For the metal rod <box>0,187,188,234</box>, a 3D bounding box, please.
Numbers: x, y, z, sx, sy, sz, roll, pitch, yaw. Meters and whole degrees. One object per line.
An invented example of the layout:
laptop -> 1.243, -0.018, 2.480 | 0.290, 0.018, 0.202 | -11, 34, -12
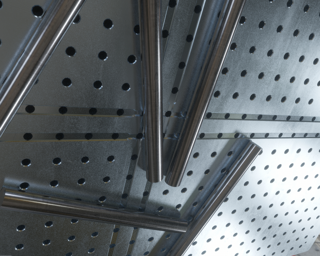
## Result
metal rod -> -0.073, 0.126, 0.451 | 0.302, 0.025, 0.025 | 22, 107, -37

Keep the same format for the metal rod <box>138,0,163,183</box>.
metal rod -> -0.009, -0.054, 0.373 | 0.025, 0.025, 0.298 | -15, 125, -21

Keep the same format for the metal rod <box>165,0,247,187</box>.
metal rod -> 0.059, -0.048, 0.415 | 0.025, 0.025, 0.298 | 2, 117, -30

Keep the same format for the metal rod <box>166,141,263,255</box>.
metal rod -> 0.083, 0.151, 0.552 | 0.025, 0.025, 0.299 | 23, 106, -37

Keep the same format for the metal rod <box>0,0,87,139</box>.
metal rod -> -0.113, -0.082, 0.299 | 0.025, 0.025, 0.299 | 28, 103, -38
